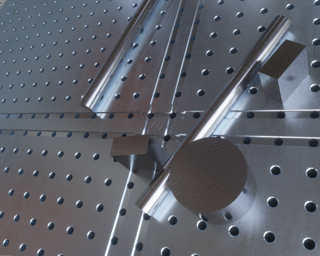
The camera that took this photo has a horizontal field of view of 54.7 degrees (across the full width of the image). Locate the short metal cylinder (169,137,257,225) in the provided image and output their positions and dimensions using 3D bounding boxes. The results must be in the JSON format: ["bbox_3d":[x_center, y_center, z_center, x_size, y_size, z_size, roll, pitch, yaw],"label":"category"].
[{"bbox_3d":[0.057,0.056,0.328,0.080,0.050,0.080,-13,56,21],"label":"short metal cylinder"}]

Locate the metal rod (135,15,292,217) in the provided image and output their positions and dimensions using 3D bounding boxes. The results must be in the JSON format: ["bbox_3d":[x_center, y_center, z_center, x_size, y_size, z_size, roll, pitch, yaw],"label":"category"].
[{"bbox_3d":[0.071,-0.022,0.384,0.025,0.025,0.300,31,78,38],"label":"metal rod"}]

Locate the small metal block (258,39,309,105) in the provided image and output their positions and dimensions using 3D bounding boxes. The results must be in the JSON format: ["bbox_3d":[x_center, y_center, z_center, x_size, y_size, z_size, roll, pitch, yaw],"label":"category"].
[{"bbox_3d":[0.143,-0.064,0.356,0.050,0.050,0.025,-49,51,-6],"label":"small metal block"}]

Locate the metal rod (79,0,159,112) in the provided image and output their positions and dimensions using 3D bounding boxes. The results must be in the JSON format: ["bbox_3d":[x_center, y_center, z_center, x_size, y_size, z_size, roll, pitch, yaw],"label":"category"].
[{"bbox_3d":[-0.052,-0.160,0.533,0.025,0.025,0.300,15,69,34],"label":"metal rod"}]

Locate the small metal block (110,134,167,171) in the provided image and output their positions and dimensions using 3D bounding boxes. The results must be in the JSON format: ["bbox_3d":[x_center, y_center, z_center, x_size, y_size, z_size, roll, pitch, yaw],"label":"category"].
[{"bbox_3d":[-0.026,0.032,0.386,0.050,0.050,0.025,-5,60,25],"label":"small metal block"}]
